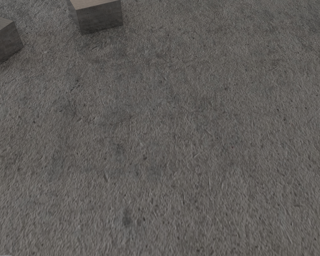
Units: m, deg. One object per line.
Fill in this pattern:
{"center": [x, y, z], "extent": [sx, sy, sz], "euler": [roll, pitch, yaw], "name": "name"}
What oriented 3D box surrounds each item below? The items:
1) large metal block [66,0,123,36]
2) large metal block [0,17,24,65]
{"center": [-0.123, -0.223, 0.574], "extent": [0.081, 0.050, 0.080], "euler": [-20, 53, -16], "name": "large metal block"}
{"center": [-0.289, -0.142, 0.504], "extent": [0.080, 0.050, 0.080], "euler": [21, 53, 16], "name": "large metal block"}
